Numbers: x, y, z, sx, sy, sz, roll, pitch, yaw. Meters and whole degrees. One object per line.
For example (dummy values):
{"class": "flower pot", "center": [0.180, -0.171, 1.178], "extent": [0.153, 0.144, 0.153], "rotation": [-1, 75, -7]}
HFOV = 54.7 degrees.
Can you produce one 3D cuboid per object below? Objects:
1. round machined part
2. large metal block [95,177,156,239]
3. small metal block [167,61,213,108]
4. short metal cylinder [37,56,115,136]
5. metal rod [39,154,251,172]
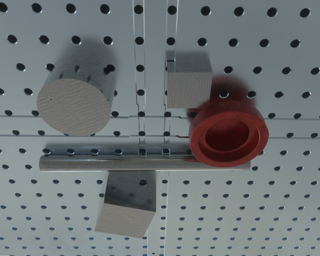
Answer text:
{"class": "round machined part", "center": [0.087, 0.004, 0.405], "extent": [0.099, 0.042, 0.097], "rotation": [-1, 130, 0]}
{"class": "large metal block", "center": [-0.056, 0.132, 0.507], "extent": [0.081, 0.050, 0.079], "rotation": [13, 129, -11]}
{"class": "small metal block", "center": [0.034, -0.051, 0.369], "extent": [0.050, 0.025, 0.050], "rotation": [-1, 130, 0]}
{"class": "short metal cylinder", "center": [-0.095, -0.037, 0.363], "extent": [0.081, 0.050, 0.079], "rotation": [-1, 130, 0]}
{"class": "metal rod", "center": [-0.021, 0.051, 0.454], "extent": [0.302, 0.025, 0.025], "rotation": [0, 130, -1]}
